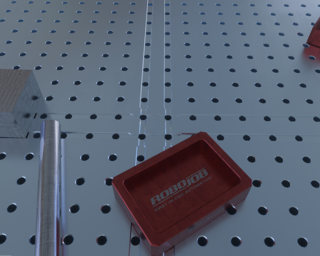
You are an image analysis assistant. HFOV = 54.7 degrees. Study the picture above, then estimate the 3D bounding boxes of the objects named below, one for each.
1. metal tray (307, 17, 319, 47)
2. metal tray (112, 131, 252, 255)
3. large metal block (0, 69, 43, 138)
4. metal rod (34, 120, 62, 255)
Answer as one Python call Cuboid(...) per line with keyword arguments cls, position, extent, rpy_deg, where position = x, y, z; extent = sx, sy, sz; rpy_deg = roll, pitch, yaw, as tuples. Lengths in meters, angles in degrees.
Cuboid(cls="metal tray", position=(0.341, -0.163, 0.545), extent=(0.130, 0.030, 0.090), rpy_deg=(28, 55, 21))
Cuboid(cls="metal tray", position=(0.024, 0.067, 0.348), extent=(0.131, 0.030, 0.090), rpy_deg=(-26, 55, -21))
Cuboid(cls="large metal block", position=(-0.217, -0.035, 0.418), extent=(0.081, 0.050, 0.080), rpy_deg=(2, 50, 1))
Cuboid(cls="metal rod", position=(-0.113, 0.110, 0.313), extent=(0.025, 0.025, 0.300), rpy_deg=(-9, 51, -8))
